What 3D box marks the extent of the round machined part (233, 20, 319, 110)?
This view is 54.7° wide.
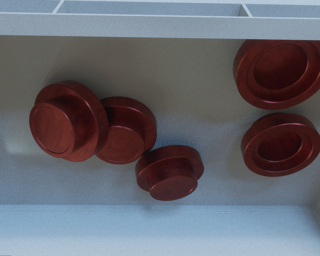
[{"bbox_3d":[0.129,-0.071,0.340,0.099,0.042,0.097,-1,130,0],"label":"round machined part"}]

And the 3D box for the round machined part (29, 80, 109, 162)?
[{"bbox_3d":[-0.113,-0.004,0.364,0.098,0.042,0.097,11,114,24],"label":"round machined part"}]

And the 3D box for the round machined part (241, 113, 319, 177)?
[{"bbox_3d":[0.158,0.018,0.416,0.099,0.042,0.097,-1,130,0],"label":"round machined part"}]

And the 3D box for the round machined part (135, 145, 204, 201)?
[{"bbox_3d":[0.016,0.070,0.443,0.099,0.042,0.097,-8,141,-7],"label":"round machined part"}]

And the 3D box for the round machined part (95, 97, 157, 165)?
[{"bbox_3d":[-0.054,0.010,0.406,0.099,0.042,0.097,-1,130,0],"label":"round machined part"}]
